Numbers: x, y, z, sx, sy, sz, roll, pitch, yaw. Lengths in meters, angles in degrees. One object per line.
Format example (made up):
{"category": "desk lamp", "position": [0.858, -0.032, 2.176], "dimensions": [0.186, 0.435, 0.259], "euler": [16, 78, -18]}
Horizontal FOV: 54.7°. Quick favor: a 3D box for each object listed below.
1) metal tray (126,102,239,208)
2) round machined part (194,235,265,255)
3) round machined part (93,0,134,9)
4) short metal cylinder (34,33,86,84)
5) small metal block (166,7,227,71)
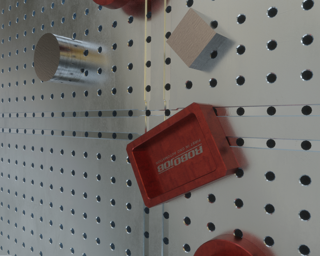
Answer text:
{"category": "metal tray", "position": [0.021, 0.037, 0.386], "dimensions": [0.130, 0.030, 0.090], "euler": [-32, 70, 35]}
{"category": "round machined part", "position": [0.073, 0.171, 0.337], "dimensions": [0.098, 0.042, 0.097], "euler": [0, 90, 39]}
{"category": "round machined part", "position": [-0.058, -0.220, 0.444], "dimensions": [0.098, 0.042, 0.097], "euler": [0, 90, 39]}
{"category": "short metal cylinder", "position": [-0.172, -0.117, 0.532], "dimensions": [0.080, 0.050, 0.079], "euler": [0, 90, 39]}
{"category": "small metal block", "position": [0.043, -0.106, 0.373], "dimensions": [0.050, 0.025, 0.050], "euler": [-50, 61, 28]}
